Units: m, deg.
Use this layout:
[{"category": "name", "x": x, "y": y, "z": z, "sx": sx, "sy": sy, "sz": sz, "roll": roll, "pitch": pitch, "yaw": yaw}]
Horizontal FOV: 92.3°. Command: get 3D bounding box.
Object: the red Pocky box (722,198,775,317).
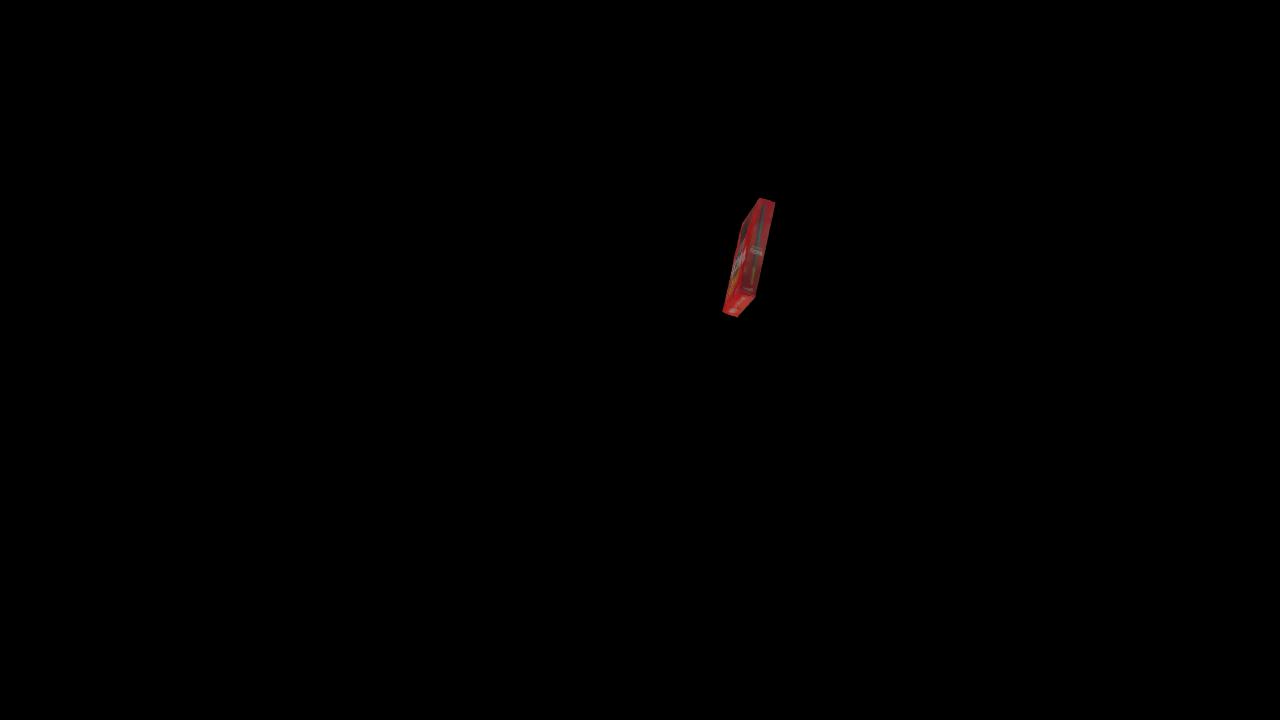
[{"category": "red Pocky box", "x": 0.156, "y": -0.147, "z": 0.883, "sx": 0.028, "sy": 0.155, "sz": 0.083, "roll": 16, "pitch": -18, "yaw": -5}]
